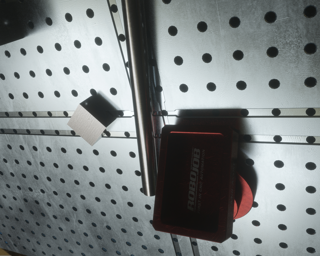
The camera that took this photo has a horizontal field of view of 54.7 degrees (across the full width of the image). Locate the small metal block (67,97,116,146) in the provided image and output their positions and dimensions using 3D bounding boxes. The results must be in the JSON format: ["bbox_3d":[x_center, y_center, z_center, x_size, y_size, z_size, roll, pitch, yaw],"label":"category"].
[{"bbox_3d":[-0.102,-0.009,0.457,0.050,0.025,0.050,42,129,-1],"label":"small metal block"}]

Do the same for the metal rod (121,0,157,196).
[{"bbox_3d":[-0.023,-0.032,0.401,0.025,0.025,0.298,10,123,22],"label":"metal rod"}]

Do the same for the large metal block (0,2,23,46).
[{"bbox_3d":[-0.253,-0.138,0.421,0.080,0.080,0.050,9,122,23],"label":"large metal block"}]

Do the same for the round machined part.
[{"bbox_3d":[0.075,0.087,0.414,0.098,0.042,0.097,13,124,20],"label":"round machined part"}]

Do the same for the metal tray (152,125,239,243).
[{"bbox_3d":[0.043,0.063,0.375,0.090,0.030,0.129,2,81,27],"label":"metal tray"}]
